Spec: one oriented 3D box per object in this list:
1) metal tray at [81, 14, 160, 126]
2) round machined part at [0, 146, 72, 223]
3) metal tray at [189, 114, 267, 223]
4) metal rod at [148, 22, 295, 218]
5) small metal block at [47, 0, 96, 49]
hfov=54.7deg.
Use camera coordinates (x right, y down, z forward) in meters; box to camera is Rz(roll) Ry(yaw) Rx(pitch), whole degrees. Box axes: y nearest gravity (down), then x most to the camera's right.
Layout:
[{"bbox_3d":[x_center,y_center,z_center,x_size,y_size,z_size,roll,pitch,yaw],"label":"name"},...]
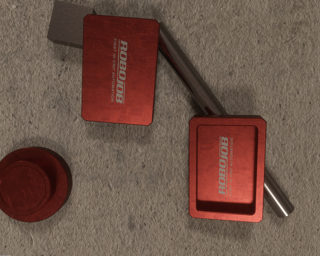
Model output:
[{"bbox_3d":[-0.050,-0.072,0.392,0.091,0.030,0.129,5,103,0],"label":"metal tray"},{"bbox_3d":[-0.168,0.074,0.399,0.099,0.042,0.097,0,90,-1],"label":"round machined part"},{"bbox_3d":[0.083,0.049,0.390,0.090,0.030,0.129,1,99,11],"label":"metal tray"},{"bbox_3d":[0.080,-0.010,0.411,0.025,0.025,0.299,-36,90,0],"label":"metal rod"},{"bbox_3d":[-0.115,-0.135,0.408,0.050,0.025,0.050,12,90,-1],"label":"small metal block"}]
